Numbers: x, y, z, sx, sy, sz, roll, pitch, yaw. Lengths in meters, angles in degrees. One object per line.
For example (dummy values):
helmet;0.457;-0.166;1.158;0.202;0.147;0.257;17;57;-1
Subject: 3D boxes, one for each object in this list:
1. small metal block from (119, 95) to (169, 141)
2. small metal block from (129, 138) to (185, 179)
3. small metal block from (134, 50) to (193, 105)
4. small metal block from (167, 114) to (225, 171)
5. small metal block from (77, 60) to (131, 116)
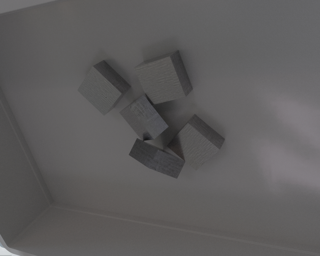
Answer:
small metal block;-0.022;-0.011;0.398;0.050;0.025;0.050;52;162;-9
small metal block;-0.004;0.040;0.406;0.050;0.025;0.050;27;178;-38
small metal block;0.005;-0.059;0.370;0.050;0.025;0.050;-10;113;32
small metal block;0.045;0.019;0.396;0.050;0.025;0.050;40;129;0
small metal block;-0.075;-0.053;0.415;0.050;0.025;0.050;44;129;-3
